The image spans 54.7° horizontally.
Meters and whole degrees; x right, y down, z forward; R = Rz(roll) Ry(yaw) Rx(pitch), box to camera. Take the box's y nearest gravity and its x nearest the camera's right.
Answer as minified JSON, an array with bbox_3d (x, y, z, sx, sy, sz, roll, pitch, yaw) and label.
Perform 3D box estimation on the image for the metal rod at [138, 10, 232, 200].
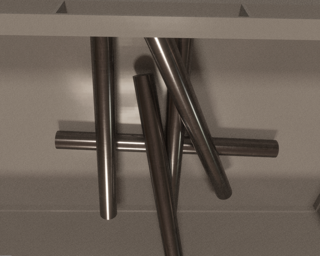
[{"bbox_3d":[0.045,0.002,0.368,0.025,0.025,0.299,-16,134,13],"label":"metal rod"}]

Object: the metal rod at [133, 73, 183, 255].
[{"bbox_3d":[0.004,0.080,0.400,0.025,0.025,0.298,-8,106,6],"label":"metal rod"}]

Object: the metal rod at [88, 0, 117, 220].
[{"bbox_3d":[-0.067,0.001,0.382,0.025,0.025,0.298,3,122,-3],"label":"metal rod"}]

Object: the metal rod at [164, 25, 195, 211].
[{"bbox_3d":[0.018,0.023,0.398,0.025,0.025,0.298,2,121,-2],"label":"metal rod"}]

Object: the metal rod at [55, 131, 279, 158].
[{"bbox_3d":[0.012,0.023,0.428,0.302,0.025,0.025,3,130,-3],"label":"metal rod"}]
